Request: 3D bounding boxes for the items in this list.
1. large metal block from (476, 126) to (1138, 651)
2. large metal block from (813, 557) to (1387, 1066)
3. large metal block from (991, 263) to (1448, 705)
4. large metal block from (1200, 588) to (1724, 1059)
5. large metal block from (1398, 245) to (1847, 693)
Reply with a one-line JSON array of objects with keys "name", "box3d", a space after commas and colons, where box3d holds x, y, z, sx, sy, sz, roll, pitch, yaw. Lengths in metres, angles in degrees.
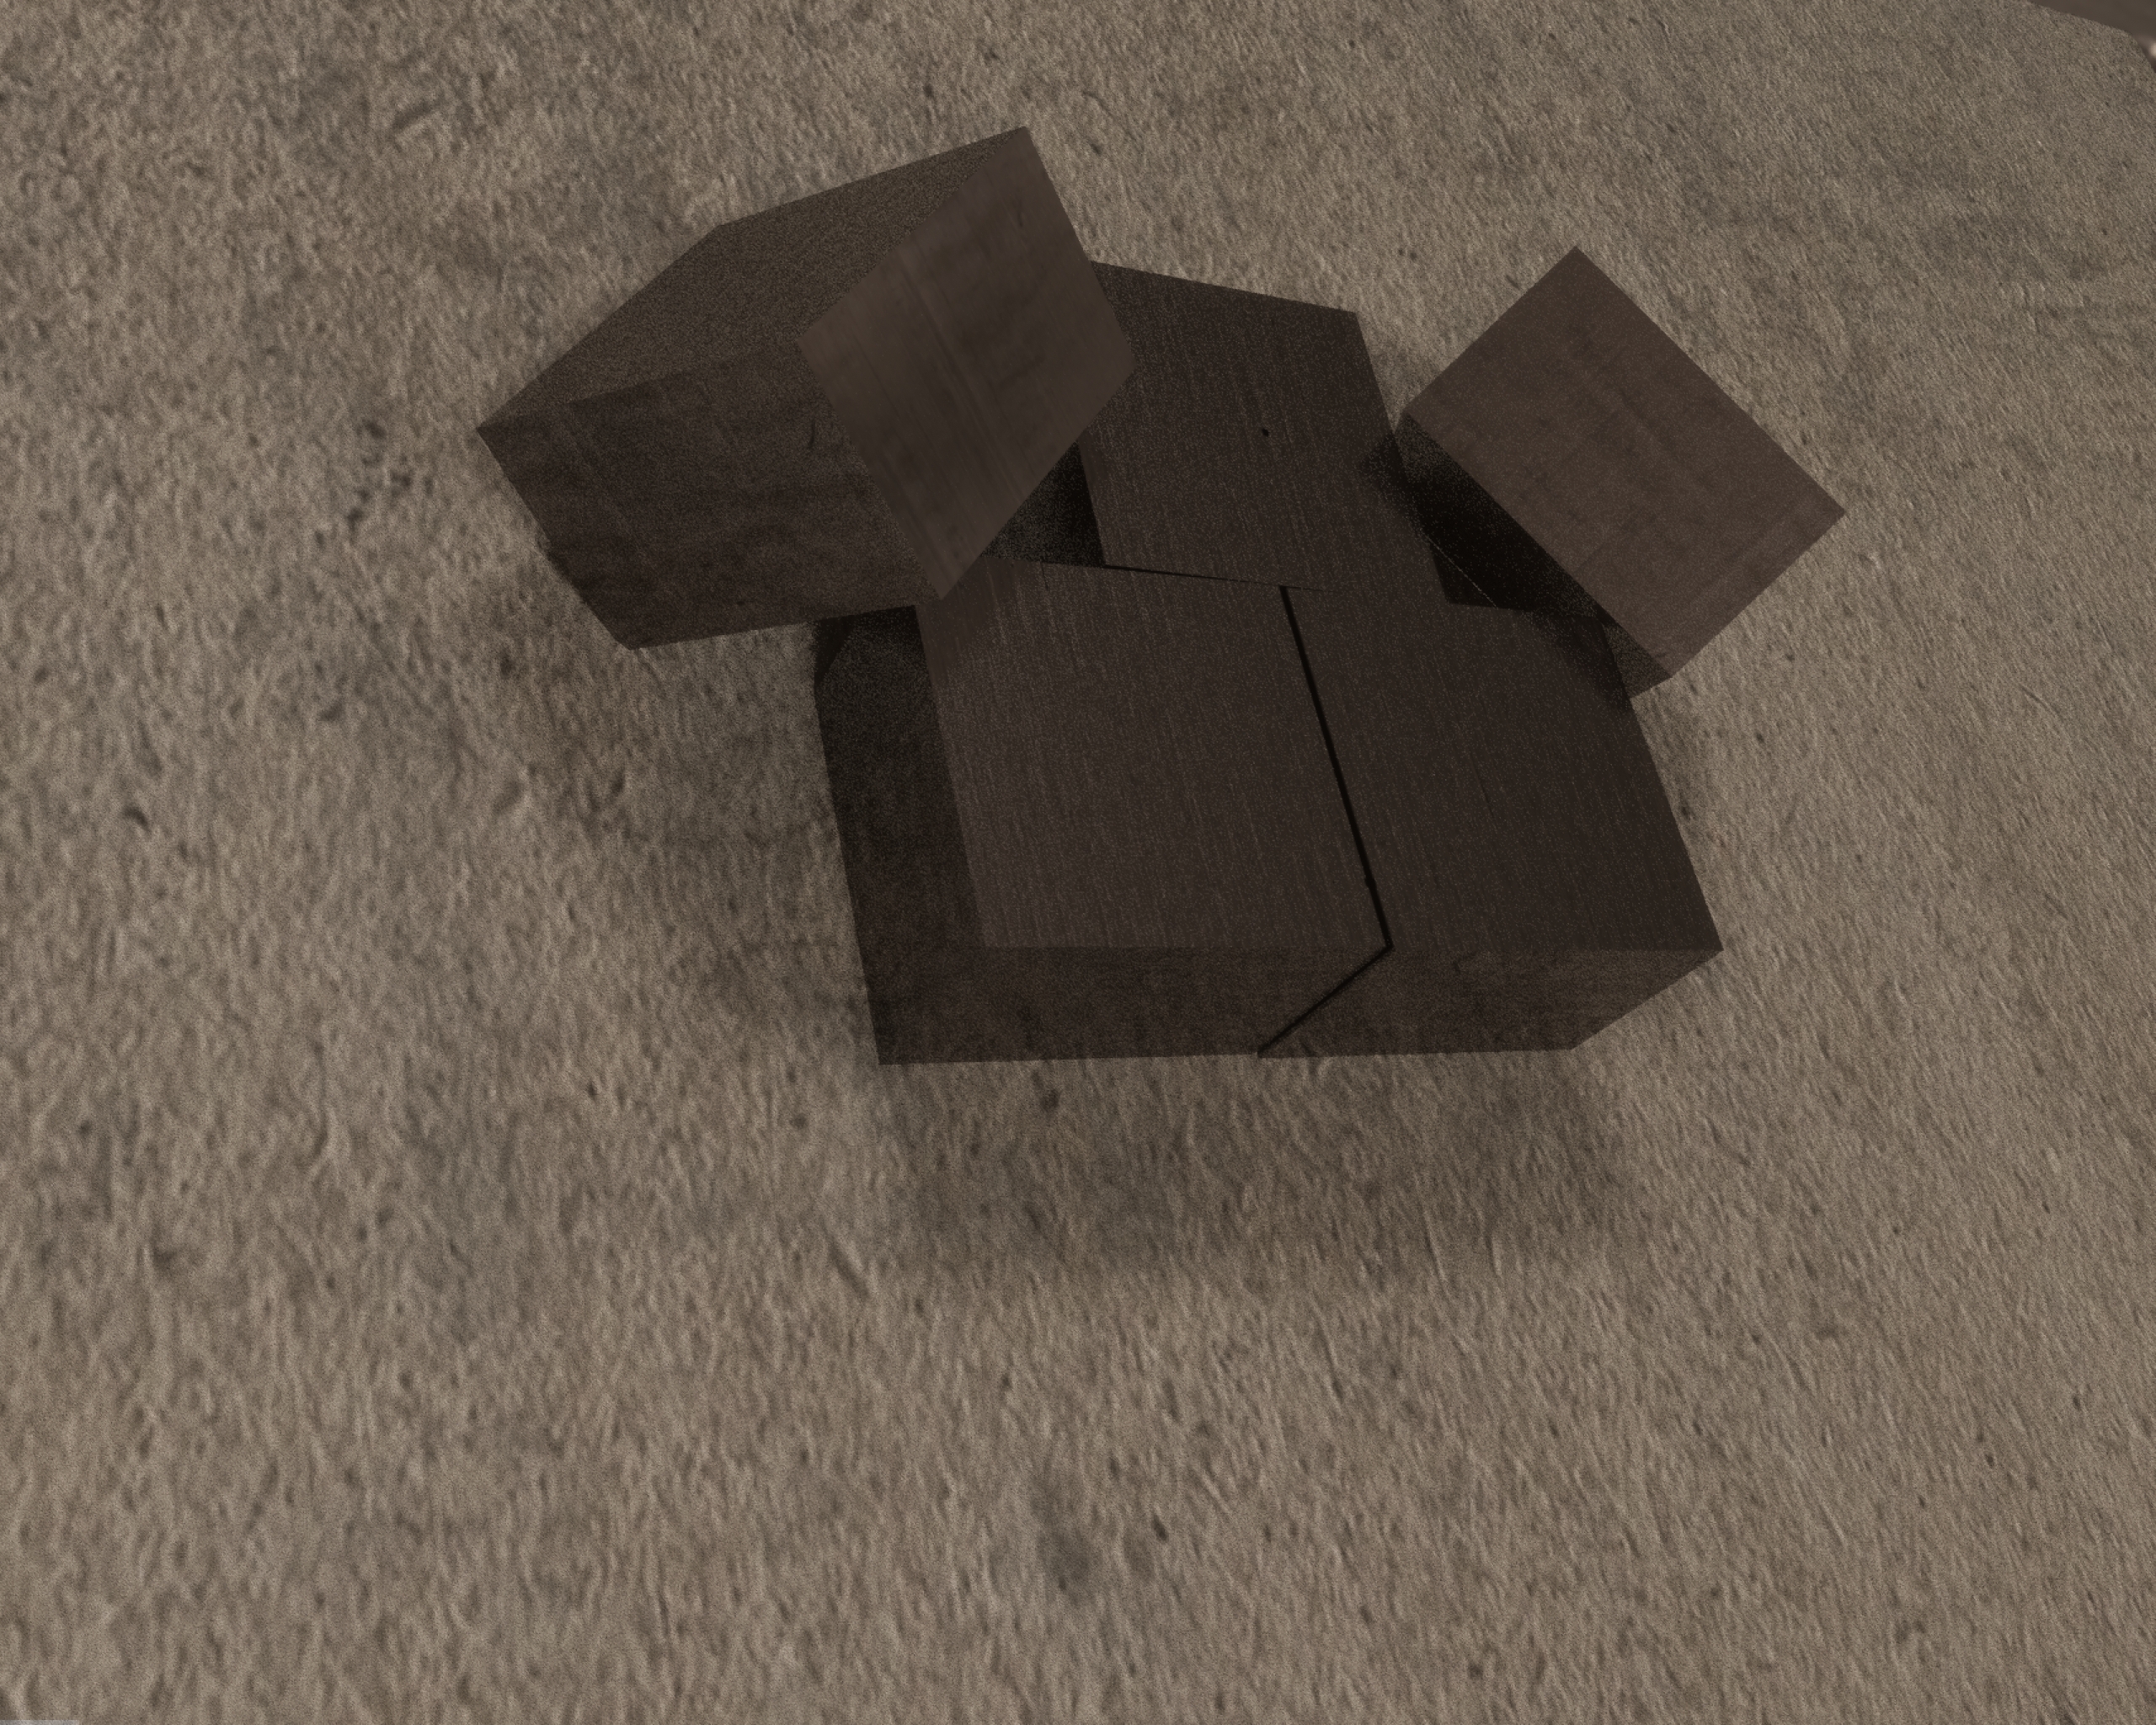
[{"name": "large metal block", "box3d": [-0.048, -0.087, 0.389, 0.080, 0.080, 0.050, -56, 130, -39]}, {"name": "large metal block", "box3d": [0.002, -0.009, 0.396, 0.081, 0.050, 0.080, 1, 61, -28]}, {"name": "large metal block", "box3d": [0.023, -0.079, 0.452, 0.081, 0.050, 0.080, 3, 61, -27]}, {"name": "large metal block", "box3d": [0.075, -0.007, 0.433, 0.081, 0.050, 0.080, 1, 61, -28]}, {"name": "large metal block", "box3d": [0.118, -0.084, 0.479, 0.050, 0.080, 0.080, -44, 86, 1]}]
